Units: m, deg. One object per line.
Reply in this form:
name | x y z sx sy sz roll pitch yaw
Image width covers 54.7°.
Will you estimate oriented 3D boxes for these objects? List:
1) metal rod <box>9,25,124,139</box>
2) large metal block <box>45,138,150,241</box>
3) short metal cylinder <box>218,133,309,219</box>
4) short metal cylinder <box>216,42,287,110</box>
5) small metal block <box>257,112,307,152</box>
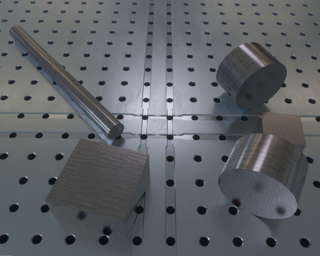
metal rod | -0.155 -0.083 0.475 0.025 0.025 0.300 -34 58 -25
large metal block | -0.062 0.065 0.336 0.080 0.050 0.080 12 51 10
short metal cylinder | 0.109 0.051 0.330 0.080 0.080 0.050 23 54 18
short metal cylinder | 0.127 -0.072 0.433 0.081 0.080 0.050 -19 53 -16
small metal block | 0.156 0.007 0.403 0.050 0.025 0.050 6 50 5
